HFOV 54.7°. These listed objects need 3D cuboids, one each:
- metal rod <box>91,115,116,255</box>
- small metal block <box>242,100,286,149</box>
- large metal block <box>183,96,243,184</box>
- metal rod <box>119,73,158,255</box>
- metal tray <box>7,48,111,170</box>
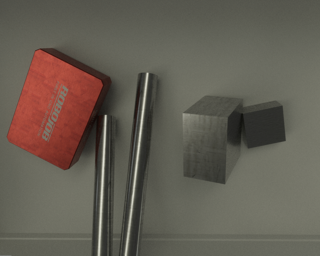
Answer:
[{"bbox_3d":[-0.070,0.132,0.377,0.025,0.025,0.299,0,78,0],"label":"metal rod"},{"bbox_3d":[0.135,-0.005,0.412,0.050,0.025,0.050,-12,110,4],"label":"small metal block"},{"bbox_3d":[0.067,0.010,0.380,0.050,0.080,0.079,7,112,24],"label":"large metal block"},{"bbox_3d":[-0.030,0.082,0.374,0.025,0.025,0.298,6,84,-3],"label":"metal rod"},{"bbox_3d":[-0.128,-0.023,0.390,0.090,0.030,0.129,27,108,1],"label":"metal tray"}]
